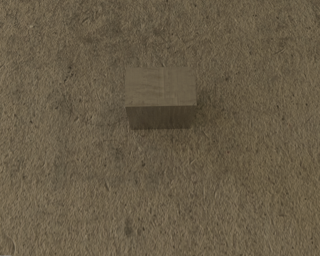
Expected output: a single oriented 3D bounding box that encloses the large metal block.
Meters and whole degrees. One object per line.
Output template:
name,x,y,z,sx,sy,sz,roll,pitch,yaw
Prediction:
large metal block,0.000,-0.035,0.393,0.081,0.080,0.050,-1,70,-1
